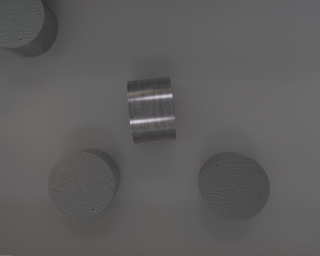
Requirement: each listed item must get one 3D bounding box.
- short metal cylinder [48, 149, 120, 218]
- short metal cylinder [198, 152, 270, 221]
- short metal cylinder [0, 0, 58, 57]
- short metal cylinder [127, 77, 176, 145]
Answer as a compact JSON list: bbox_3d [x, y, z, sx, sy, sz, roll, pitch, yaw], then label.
[{"bbox_3d":[-0.095,0.068,0.398,0.081,0.050,0.080,0,90,0],"label":"short metal cylinder"},{"bbox_3d":[0.093,0.073,0.399,0.081,0.050,0.080,0,90,0],"label":"short metal cylinder"},{"bbox_3d":[-0.179,-0.136,0.397,0.081,0.050,0.080,0,90,0],"label":"short metal cylinder"},{"bbox_3d":[-0.010,-0.021,0.384,0.050,0.080,0.080,-6,90,0],"label":"short metal cylinder"}]
